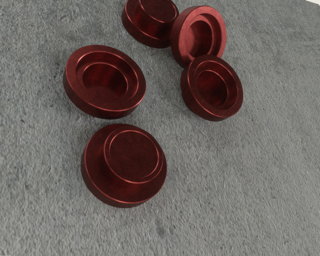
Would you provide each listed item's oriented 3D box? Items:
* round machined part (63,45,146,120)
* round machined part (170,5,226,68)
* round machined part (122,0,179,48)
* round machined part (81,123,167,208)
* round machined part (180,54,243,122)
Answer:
[{"bbox_3d":[-0.071,-0.052,0.387,0.099,0.042,0.098,14,56,-21],"label":"round machined part"},{"bbox_3d":[0.055,-0.139,0.485,0.099,0.042,0.097,-13,113,-33],"label":"round machined part"},{"bbox_3d":[-0.008,-0.179,0.498,0.099,0.042,0.098,14,56,-21],"label":"round machined part"},{"bbox_3d":[-0.036,0.037,0.351,0.099,0.042,0.098,14,56,-21],"label":"round machined part"},{"bbox_3d":[0.071,-0.055,0.457,0.099,0.042,0.098,11,67,-26],"label":"round machined part"}]
